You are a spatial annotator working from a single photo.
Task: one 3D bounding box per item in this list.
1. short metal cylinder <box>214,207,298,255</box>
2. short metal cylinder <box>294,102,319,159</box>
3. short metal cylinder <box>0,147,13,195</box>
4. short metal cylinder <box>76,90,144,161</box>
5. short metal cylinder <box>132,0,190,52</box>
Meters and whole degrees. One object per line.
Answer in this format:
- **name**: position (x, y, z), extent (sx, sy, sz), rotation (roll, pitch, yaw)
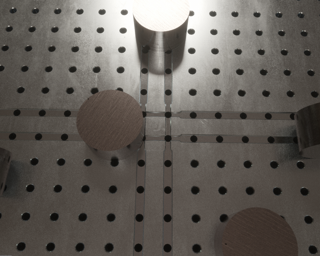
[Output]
- **short metal cylinder**: position (0.106, 0.133, 0.351), extent (0.081, 0.050, 0.080), rotation (0, 70, 0)
- **short metal cylinder**: position (0.213, 0.004, 0.384), extent (0.081, 0.080, 0.050), rotation (1, 70, 0)
- **short metal cylinder**: position (-0.222, 0.048, 0.362), extent (0.081, 0.080, 0.050), rotation (4, 70, 1)
- **short metal cylinder**: position (-0.061, -0.002, 0.399), extent (0.081, 0.050, 0.080), rotation (0, 70, -1)
- **short metal cylinder**: position (0.001, -0.160, 0.457), extent (0.081, 0.050, 0.080), rotation (0, 70, 0)
